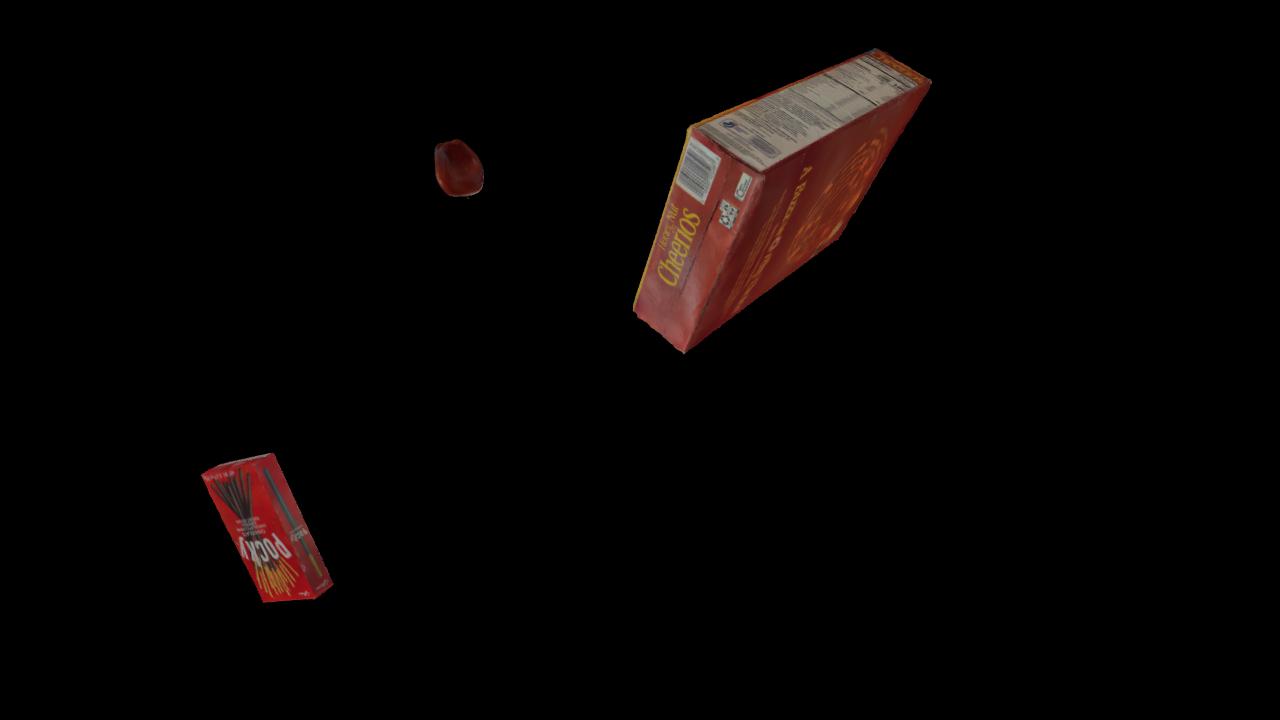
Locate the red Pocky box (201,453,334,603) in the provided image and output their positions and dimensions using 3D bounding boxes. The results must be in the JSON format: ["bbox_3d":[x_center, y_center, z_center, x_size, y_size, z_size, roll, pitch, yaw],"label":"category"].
[{"bbox_3d":[-0.379,0.174,0.627,0.083,0.155,0.028,-14,12,22],"label":"red Pocky box"}]

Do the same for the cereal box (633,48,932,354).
[{"bbox_3d":[0.137,-0.157,0.588,0.306,0.081,0.203,-37,-21,-35],"label":"cereal box"}]

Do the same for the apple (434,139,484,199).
[{"bbox_3d":[-0.294,-0.310,1.004,0.079,0.093,0.079,-10,27,5],"label":"apple"}]
